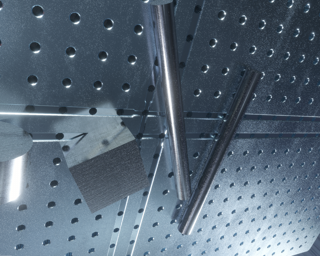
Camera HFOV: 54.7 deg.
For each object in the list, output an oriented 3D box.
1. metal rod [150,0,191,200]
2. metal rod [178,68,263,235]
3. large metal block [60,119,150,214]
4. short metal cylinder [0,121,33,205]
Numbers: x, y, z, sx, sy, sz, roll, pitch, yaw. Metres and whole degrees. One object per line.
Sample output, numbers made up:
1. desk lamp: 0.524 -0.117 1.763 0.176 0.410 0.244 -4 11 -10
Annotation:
1. metal rod: 0.020 -0.014 0.415 0.025 0.025 0.298 -21 127 -17
2. metal rod: 0.088 0.050 0.492 0.025 0.025 0.298 5 116 -31
3. large metal block: -0.067 0.047 0.389 0.081 0.050 0.080 -24 128 -14
4. short metal cylinder: -0.171 0.032 0.303 0.081 0.080 0.050 3 117 -30
